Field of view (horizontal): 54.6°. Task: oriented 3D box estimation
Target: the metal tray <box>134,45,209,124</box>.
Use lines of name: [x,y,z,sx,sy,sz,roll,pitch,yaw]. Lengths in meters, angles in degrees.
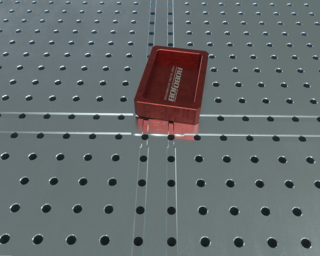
metal tray: [0.021,-0.069,0.462,0.090,0.030,0.130,8,50,7]
